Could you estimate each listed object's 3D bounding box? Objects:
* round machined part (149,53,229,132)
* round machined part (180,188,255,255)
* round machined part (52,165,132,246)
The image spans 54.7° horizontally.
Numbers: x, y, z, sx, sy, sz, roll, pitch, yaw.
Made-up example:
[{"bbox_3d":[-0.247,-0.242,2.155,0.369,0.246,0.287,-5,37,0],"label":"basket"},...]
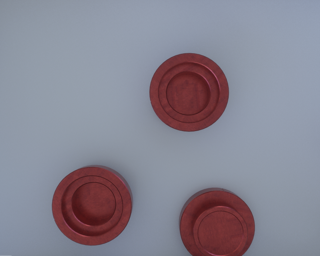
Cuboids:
[{"bbox_3d":[0.036,-0.044,0.403,0.099,0.042,0.097,0,90,0],"label":"round machined part"},{"bbox_3d":[0.075,0.130,0.403,0.099,0.042,0.097,0,90,0],"label":"round machined part"},{"bbox_3d":[-0.084,0.096,0.402,0.099,0.042,0.097,0,90,0],"label":"round machined part"}]
